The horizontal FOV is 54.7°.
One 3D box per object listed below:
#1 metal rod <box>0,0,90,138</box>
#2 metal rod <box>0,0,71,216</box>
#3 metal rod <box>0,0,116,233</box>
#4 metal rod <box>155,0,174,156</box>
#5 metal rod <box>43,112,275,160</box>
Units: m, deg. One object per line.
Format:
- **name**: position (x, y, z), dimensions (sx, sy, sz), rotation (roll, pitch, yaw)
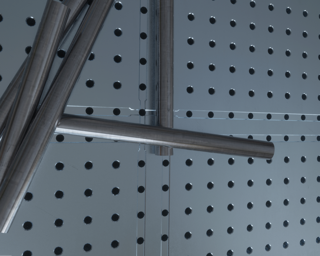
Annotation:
- **metal rod**: position (-0.135, -0.090, 0.362), dimensions (0.025, 0.025, 0.299), rotation (31, 80, -18)
- **metal rod**: position (-0.157, 0.009, 0.336), dimensions (0.025, 0.025, 0.298), rotation (18, 91, -20)
- **metal rod**: position (-0.113, -0.036, 0.346), dimensions (0.025, 0.025, 0.299), rotation (25, 72, -19)
- **metal rod**: position (0.006, -0.113, 0.415), dimensions (0.025, 0.025, 0.298), rotation (0, 90, -20)
- **metal rod**: position (0.000, 0.011, 0.388), dimensions (0.302, 0.025, 0.025), rotation (8, 88, -11)
